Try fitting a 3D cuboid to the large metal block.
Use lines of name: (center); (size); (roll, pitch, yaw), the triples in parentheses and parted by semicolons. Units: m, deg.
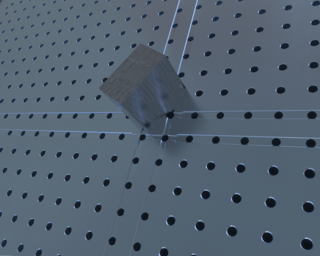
large metal block: (-0.019, -0.050, 0.412); (0.080, 0.080, 0.050); (-49, 52, -6)
